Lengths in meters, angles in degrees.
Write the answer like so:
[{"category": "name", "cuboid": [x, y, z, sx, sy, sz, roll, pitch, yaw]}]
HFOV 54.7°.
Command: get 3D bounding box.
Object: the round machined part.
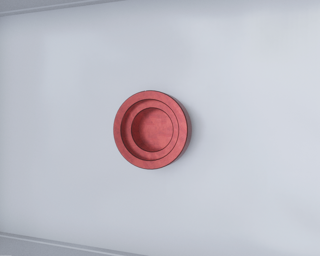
[{"category": "round machined part", "cuboid": [-0.007, 0.002, 0.399, 0.098, 0.042, 0.097, 0, 90, 19]}]
